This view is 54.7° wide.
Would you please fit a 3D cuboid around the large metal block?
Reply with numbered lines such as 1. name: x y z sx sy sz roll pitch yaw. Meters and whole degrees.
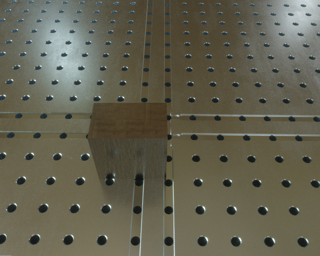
1. large metal block: -0.033 0.017 0.358 0.081 0.080 0.050 0 50 -1
